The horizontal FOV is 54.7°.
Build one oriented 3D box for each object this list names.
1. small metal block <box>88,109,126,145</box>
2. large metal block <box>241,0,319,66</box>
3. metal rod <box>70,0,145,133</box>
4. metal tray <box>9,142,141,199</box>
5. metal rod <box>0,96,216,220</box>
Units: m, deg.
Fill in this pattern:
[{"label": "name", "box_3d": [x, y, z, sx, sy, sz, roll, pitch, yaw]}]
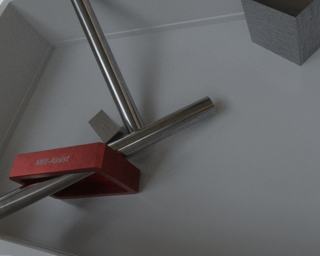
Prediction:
[{"label": "small metal block", "box_3d": [-0.062, 0.009, 0.415, 0.025, 0.050, 0.050, -44, 51, -2]}, {"label": "large metal block", "box_3d": [0.151, -0.133, 0.373, 0.050, 0.080, 0.080, -44, 51, -2]}, {"label": "metal rod", "box_3d": [-0.089, -0.124, 0.440, 0.025, 0.025, 0.299, -26, 80, 12]}, {"label": "metal tray", "box_3d": [-0.102, 0.057, 0.380, 0.130, 0.090, 0.030, -9, 58, 23]}, {"label": "metal rod", "box_3d": [-0.071, 0.037, 0.376, 0.301, 0.025, 0.025, -26, 52, -3]}]
